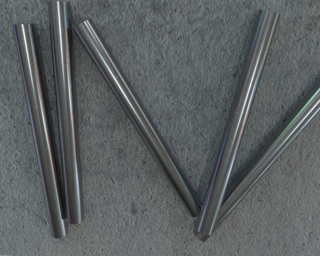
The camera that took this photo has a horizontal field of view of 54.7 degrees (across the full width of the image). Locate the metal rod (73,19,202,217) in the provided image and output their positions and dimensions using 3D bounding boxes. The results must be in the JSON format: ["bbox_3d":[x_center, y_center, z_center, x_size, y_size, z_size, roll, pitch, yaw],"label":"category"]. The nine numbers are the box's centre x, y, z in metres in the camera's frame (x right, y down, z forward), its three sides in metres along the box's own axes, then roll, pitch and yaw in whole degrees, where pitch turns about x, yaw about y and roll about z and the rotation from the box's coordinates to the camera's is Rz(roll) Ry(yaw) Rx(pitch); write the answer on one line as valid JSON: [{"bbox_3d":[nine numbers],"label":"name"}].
[{"bbox_3d":[-0.019,0.000,0.409,0.025,0.025,0.299,-28,108,9],"label":"metal rod"}]

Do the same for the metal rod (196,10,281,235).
[{"bbox_3d":[0.096,0.005,0.401,0.025,0.025,0.298,12,105,-5],"label":"metal rod"}]

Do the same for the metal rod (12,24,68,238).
[{"bbox_3d":[-0.155,0.018,0.414,0.025,0.025,0.298,-2,110,0],"label":"metal rod"}]

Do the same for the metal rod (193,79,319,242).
[{"bbox_3d":[0.143,0.046,0.428,0.025,0.025,0.299,32,107,-11],"label":"metal rod"}]

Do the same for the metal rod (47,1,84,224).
[{"bbox_3d":[-0.120,-0.005,0.406,0.025,0.025,0.298,1,110,-1],"label":"metal rod"}]
